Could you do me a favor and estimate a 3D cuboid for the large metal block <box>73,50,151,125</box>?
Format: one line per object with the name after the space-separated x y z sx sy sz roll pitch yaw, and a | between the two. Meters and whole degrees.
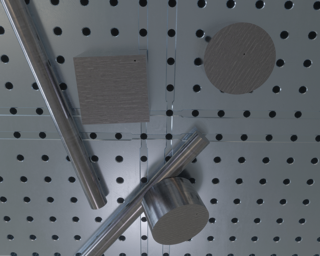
-0.055 -0.051 0.381 0.080 0.050 0.079 -2 110 1 | large metal block

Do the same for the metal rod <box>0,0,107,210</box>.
-0.131 -0.023 0.403 0.025 0.025 0.298 -15 110 5 | metal rod

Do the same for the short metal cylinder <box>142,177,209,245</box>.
0.020 0.115 0.427 0.081 0.050 0.079 -11 128 -15 | short metal cylinder

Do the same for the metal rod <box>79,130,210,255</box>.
-0.038 0.120 0.457 0.025 0.025 0.299 38 106 -13 | metal rod

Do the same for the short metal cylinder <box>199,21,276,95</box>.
0.089 -0.085 0.370 0.081 0.050 0.079 0 110 0 | short metal cylinder
